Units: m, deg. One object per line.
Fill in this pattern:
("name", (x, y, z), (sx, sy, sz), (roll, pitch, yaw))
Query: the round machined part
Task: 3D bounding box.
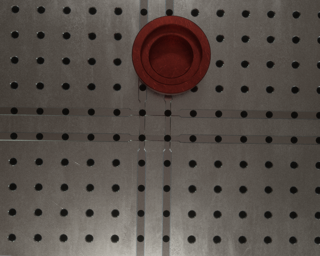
("round machined part", (0.014, -0.092, 0.405), (0.099, 0.042, 0.097), (0, 90, -1))
